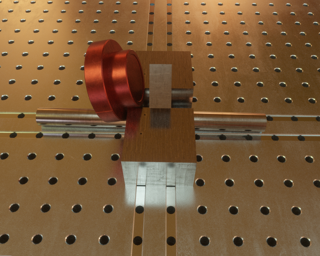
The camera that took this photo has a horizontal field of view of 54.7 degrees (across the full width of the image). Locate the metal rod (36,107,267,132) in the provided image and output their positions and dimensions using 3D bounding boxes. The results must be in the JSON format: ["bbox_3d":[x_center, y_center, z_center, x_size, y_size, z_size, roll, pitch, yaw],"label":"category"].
[{"bbox_3d":[-0.012,-0.011,0.417,0.302,0.025,0.025,2,50,1],"label":"metal rod"}]

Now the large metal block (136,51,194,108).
[{"bbox_3d":[0.004,-0.066,0.447,0.081,0.050,0.080,1,50,0],"label":"large metal block"}]

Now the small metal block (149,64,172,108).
[{"bbox_3d":[0.001,-0.050,0.376,0.025,0.050,0.050,1,6,0],"label":"small metal block"}]

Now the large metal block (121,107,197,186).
[{"bbox_3d":[0.000,0.022,0.373,0.080,0.050,0.080,1,50,1],"label":"large metal block"}]

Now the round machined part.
[{"bbox_3d":[-0.048,-0.057,0.370,0.042,0.098,0.098,-6,49,14],"label":"round machined part"}]
